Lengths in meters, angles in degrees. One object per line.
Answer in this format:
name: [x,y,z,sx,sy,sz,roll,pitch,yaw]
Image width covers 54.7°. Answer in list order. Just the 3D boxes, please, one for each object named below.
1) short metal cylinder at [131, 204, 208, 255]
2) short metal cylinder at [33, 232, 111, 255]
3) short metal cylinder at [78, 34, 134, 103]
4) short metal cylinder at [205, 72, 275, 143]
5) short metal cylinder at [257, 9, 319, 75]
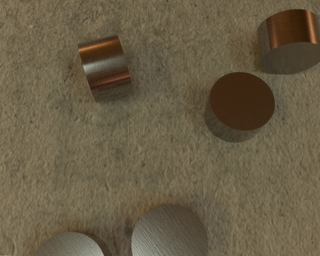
short metal cylinder: [0.010,0.129,0.348,0.081,0.050,0.080,0,70,0]
short metal cylinder: [-0.095,0.156,0.337,0.081,0.050,0.080,0,70,0]
short metal cylinder: [-0.070,-0.077,0.406,0.050,0.080,0.080,-16,71,-6]
short metal cylinder: [0.102,-0.026,0.406,0.081,0.050,0.080,0,70,0]
short metal cylinder: [0.176,-0.115,0.423,0.081,0.080,0.050,1,70,0]
